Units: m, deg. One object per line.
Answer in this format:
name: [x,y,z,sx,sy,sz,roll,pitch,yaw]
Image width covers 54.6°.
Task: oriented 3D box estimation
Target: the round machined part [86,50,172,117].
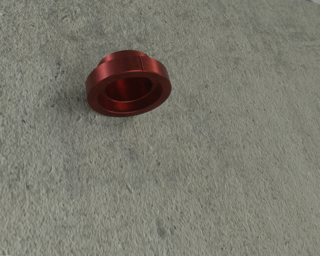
round machined part: [-0.039,-0.055,0.369,0.099,0.098,0.042,1,62,-28]
